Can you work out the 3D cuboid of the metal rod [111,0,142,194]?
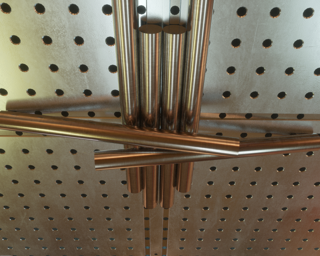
[{"bbox_3d":[-0.037,-0.020,0.393,0.025,0.025,0.298,1,130,-1],"label":"metal rod"}]

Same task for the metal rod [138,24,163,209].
[{"bbox_3d":[-0.013,0.011,0.419,0.025,0.025,0.298,1,130,-1],"label":"metal rod"}]

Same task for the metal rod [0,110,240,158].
[{"bbox_3d":[-0.056,0.007,0.386,0.301,0.025,0.025,7,131,6],"label":"metal rod"}]

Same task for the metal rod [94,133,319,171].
[{"bbox_3d":[0.068,0.030,0.411,0.302,0.025,0.025,-4,131,-8],"label":"metal rod"}]

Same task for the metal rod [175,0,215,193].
[{"bbox_3d":[0.039,-0.021,0.392,0.025,0.025,0.298,1,130,-1],"label":"metal rod"}]

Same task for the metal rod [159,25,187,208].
[{"bbox_3d":[0.013,0.010,0.422,0.025,0.025,0.298,1,130,-1],"label":"metal rod"}]
